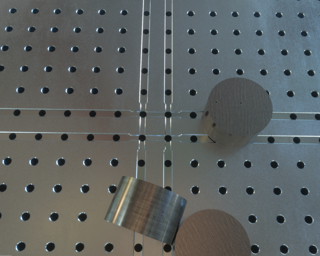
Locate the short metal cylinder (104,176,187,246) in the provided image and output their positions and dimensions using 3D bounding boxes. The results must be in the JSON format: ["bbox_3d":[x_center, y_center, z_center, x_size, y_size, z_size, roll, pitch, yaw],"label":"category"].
[{"bbox_3d":[-0.015,0.093,0.348,0.080,0.080,0.050,19,71,6],"label":"short metal cylinder"}]

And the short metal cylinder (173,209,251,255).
[{"bbox_3d":[0.056,0.135,0.350,0.081,0.050,0.080,0,70,0],"label":"short metal cylinder"}]

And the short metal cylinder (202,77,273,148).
[{"bbox_3d":[0.099,-0.019,0.407,0.081,0.050,0.080,0,70,-1],"label":"short metal cylinder"}]
